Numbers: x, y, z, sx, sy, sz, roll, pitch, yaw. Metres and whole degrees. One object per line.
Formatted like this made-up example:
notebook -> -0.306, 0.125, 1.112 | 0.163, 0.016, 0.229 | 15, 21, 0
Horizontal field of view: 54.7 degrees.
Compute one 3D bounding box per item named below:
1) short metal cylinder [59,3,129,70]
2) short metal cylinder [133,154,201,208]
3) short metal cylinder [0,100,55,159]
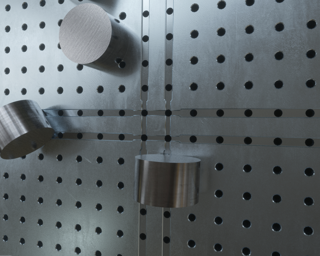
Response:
short metal cylinder -> -0.091, -0.124, 0.430 | 0.080, 0.050, 0.079 | 0, 90, 19
short metal cylinder -> 0.008, 0.062, 0.380 | 0.080, 0.080, 0.050 | 3, 91, 19
short metal cylinder -> -0.204, 0.003, 0.454 | 0.080, 0.080, 0.050 | -38, 78, 16
